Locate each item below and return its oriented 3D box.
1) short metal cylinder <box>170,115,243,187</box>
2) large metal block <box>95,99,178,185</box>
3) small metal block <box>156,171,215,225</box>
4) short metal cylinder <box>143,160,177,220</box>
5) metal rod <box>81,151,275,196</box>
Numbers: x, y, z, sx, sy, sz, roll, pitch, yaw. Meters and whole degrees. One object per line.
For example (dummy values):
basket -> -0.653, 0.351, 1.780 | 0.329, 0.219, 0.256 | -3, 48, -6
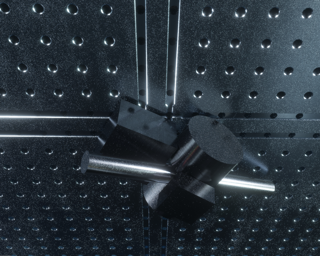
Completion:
short metal cylinder -> 0.058, 0.030, 0.397 | 0.080, 0.080, 0.050 | 22, 127, -18
large metal block -> -0.033, 0.021, 0.405 | 0.080, 0.050, 0.080 | 23, 126, -19
small metal block -> 0.031, 0.086, 0.377 | 0.050, 0.025, 0.050 | 28, 125, -12
short metal cylinder -> 0.023, 0.082, 0.441 | 0.080, 0.080, 0.050 | 24, 126, -19
metal rod -> 0.045, 0.066, 0.412 | 0.302, 0.025, 0.025 | 13, 131, -31
